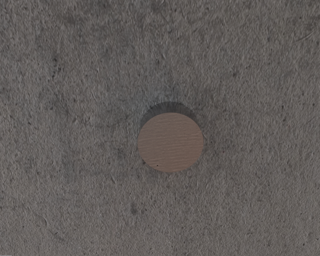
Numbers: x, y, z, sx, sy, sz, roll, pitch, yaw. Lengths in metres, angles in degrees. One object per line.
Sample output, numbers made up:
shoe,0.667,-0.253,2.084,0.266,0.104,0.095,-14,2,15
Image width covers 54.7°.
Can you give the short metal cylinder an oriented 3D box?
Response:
short metal cylinder,0.013,0.010,0.402,0.081,0.050,0.079,0,110,-1
